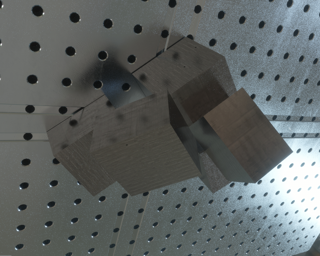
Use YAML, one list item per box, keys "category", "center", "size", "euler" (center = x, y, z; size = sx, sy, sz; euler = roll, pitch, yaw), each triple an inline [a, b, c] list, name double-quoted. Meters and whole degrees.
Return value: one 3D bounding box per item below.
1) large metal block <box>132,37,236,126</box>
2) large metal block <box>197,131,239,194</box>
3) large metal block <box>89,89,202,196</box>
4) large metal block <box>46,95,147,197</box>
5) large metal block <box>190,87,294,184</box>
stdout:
- category: "large metal block"
  center: [0.026, -0.052, 0.357]
  size: [0.080, 0.080, 0.050]
  euler: [-36, 129, -5]
- category: "large metal block"
  center: [0.064, 0.029, 0.428]
  size: [0.050, 0.080, 0.080]
  euler: [-30, 129, -10]
- category: "large metal block"
  center: [-0.012, 0.018, 0.316]
  size: [0.080, 0.050, 0.080]
  euler: [-20, 131, 15]
- category: "large metal block"
  center: [-0.072, 0.021, 0.369]
  size: [0.080, 0.050, 0.080]
  euler: [-34, 129, -6]
- category: "large metal block"
  center: [0.081, 0.012, 0.337]
  size: [0.050, 0.080, 0.080]
  euler: [-37, 87, -10]
